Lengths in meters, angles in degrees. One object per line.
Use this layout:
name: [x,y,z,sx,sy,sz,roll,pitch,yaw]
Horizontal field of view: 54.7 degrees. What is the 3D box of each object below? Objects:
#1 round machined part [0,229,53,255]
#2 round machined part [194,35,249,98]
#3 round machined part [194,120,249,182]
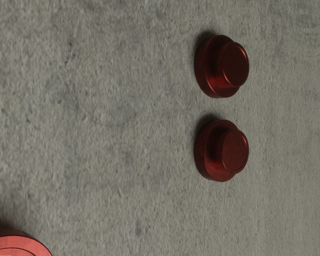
round machined part: [-0.147,0.138,0.272,0.099,0.042,0.097,0,90,-40]
round machined part: [0.102,-0.096,0.482,0.099,0.042,0.097,0,90,-40]
round machined part: [0.102,0.036,0.482,0.099,0.042,0.097,0,90,-40]
